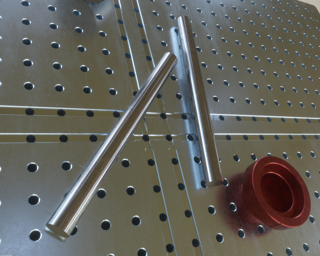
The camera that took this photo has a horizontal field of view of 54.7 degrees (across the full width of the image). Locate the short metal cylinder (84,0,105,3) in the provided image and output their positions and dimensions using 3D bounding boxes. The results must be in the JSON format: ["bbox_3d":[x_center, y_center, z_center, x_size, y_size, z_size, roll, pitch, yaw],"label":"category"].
[{"bbox_3d":[-0.097,-0.238,0.467,0.080,0.080,0.050,34,51,-6],"label":"short metal cylinder"}]

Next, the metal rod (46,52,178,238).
[{"bbox_3d":[-0.041,-0.004,0.389,0.025,0.025,0.301,34,51,-6],"label":"metal rod"}]

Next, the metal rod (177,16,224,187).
[{"bbox_3d":[0.056,-0.058,0.475,0.025,0.025,0.299,8,58,-25],"label":"metal rod"}]

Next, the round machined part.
[{"bbox_3d":[0.154,0.091,0.427,0.099,0.042,0.098,14,56,-21],"label":"round machined part"}]
